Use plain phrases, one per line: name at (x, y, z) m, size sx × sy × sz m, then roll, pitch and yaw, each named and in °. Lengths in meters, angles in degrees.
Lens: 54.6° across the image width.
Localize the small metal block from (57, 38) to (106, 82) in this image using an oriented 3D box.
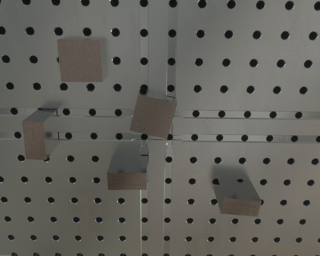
small metal block at (-0.095, -0.084, 0.382) m, size 0.050 × 0.025 × 0.050 m, roll 0°, pitch 110°, yaw 0°

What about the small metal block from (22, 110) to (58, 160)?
small metal block at (-0.153, 0.008, 0.402) m, size 0.025 × 0.050 × 0.050 m, roll 3°, pitch 110°, yaw -1°

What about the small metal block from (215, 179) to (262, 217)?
small metal block at (0.108, 0.097, 0.437) m, size 0.050 × 0.050 × 0.025 m, roll 6°, pitch 110°, yaw -2°

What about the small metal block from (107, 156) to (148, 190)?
small metal block at (-0.042, 0.060, 0.422) m, size 0.050 × 0.050 × 0.025 m, roll 0°, pitch 110°, yaw 0°

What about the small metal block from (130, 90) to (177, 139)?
small metal block at (-0.009, -0.018, 0.407) m, size 0.050 × 0.025 × 0.050 m, roll 13°, pitch 110°, yaw -5°
